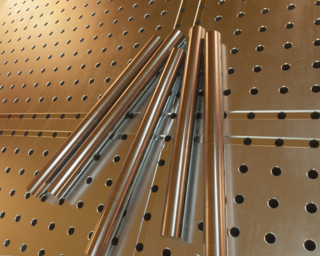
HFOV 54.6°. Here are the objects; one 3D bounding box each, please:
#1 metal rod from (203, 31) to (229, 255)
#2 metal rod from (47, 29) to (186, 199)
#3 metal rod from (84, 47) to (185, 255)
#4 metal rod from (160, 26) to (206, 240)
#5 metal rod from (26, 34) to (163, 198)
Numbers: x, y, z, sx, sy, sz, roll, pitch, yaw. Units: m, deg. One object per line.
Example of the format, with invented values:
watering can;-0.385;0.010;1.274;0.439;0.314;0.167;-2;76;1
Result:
metal rod;0.065;-0.002;0.376;0.025;0.025;0.300;-9;57;23
metal rod;-0.059;-0.027;0.457;0.025;0.025;0.300;29;77;37
metal rod;-0.023;0.018;0.411;0.025;0.025;0.300;8;66;32
metal rod;0.034;-0.014;0.400;0.025;0.025;0.300;-5;59;26
metal rod;-0.092;-0.023;0.471;0.025;0.025;0.300;31;79;38
